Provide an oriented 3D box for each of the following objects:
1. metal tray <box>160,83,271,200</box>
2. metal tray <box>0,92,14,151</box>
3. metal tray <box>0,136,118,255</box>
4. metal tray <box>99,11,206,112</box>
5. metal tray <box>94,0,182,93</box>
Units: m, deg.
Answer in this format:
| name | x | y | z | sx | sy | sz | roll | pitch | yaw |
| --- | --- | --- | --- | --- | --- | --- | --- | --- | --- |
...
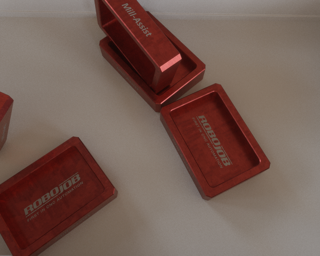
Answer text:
| name | x | y | z | sx | sy | sz | roll | pitch | yaw |
| --- | --- | --- | --- | --- | --- | --- | --- | --- | --- |
| metal tray | 0.068 | 0.016 | 0.402 | 0.091 | 0.030 | 0.130 | -25 | 72 | -9 |
| metal tray | -0.218 | -0.013 | 0.341 | 0.090 | 0.129 | 0.030 | 26 | 58 | -17 |
| metal tray | -0.129 | 0.083 | 0.375 | 0.131 | 0.030 | 0.090 | -35 | 74 | -12 |
| metal tray | -0.011 | -0.097 | 0.442 | 0.090 | 0.030 | 0.130 | -39 | 75 | -13 |
| metal tray | -0.031 | -0.112 | 0.390 | 0.030 | 0.090 | 0.130 | -37 | 84 | -13 |
